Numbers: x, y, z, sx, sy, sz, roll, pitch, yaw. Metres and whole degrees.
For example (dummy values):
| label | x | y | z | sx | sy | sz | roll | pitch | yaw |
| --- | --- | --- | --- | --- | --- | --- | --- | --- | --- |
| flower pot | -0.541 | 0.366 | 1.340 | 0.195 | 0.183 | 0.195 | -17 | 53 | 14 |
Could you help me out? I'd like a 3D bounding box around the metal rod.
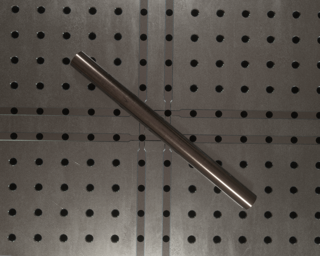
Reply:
| label | x | y | z | sx | sy | sz | roll | pitch | yaw |
| --- | --- | --- | --- | --- | --- | --- | --- | --- | --- |
| metal rod | 0.005 | 0.004 | 0.413 | 0.300 | 0.025 | 0.025 | 40 | 90 | -1 |
